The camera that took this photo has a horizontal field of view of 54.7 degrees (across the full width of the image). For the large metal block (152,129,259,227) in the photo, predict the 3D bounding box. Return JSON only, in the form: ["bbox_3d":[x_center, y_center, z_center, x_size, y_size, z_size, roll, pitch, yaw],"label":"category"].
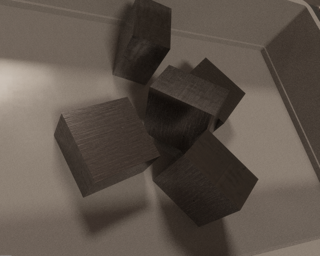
[{"bbox_3d":[0.050,0.061,0.362,0.080,0.080,0.050,45,51,2],"label":"large metal block"}]

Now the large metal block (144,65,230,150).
[{"bbox_3d":[0.030,-0.019,0.385,0.080,0.079,0.050,26,50,13],"label":"large metal block"}]

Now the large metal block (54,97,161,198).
[{"bbox_3d":[-0.060,0.019,0.346,0.081,0.050,0.080,-19,72,-36],"label":"large metal block"}]

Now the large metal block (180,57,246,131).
[{"bbox_3d":[0.066,-0.044,0.454,0.080,0.050,0.080,43,51,1],"label":"large metal block"}]

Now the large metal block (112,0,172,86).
[{"bbox_3d":[-0.025,-0.120,0.432,0.050,0.080,0.080,16,55,-20],"label":"large metal block"}]
